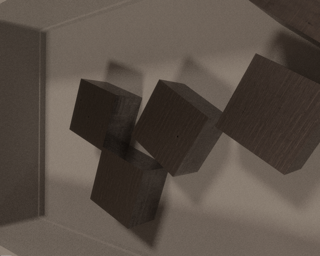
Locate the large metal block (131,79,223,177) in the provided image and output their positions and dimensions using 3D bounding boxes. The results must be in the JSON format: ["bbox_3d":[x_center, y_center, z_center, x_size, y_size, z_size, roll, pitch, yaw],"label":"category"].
[{"bbox_3d":[0.023,-0.001,0.370,0.080,0.050,0.079,42,115,31],"label":"large metal block"}]

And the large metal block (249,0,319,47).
[{"bbox_3d":[0.135,-0.100,0.259,0.080,0.081,0.050,47,118,29],"label":"large metal block"}]

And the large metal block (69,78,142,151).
[{"bbox_3d":[-0.081,-0.021,0.455,0.080,0.050,0.079,27,107,36],"label":"large metal block"}]

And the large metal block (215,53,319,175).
[{"bbox_3d":[0.114,-0.014,0.296,0.080,0.050,0.079,39,114,32],"label":"large metal block"}]

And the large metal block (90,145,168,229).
[{"bbox_3d":[-0.043,0.076,0.424,0.080,0.050,0.079,25,106,37],"label":"large metal block"}]
